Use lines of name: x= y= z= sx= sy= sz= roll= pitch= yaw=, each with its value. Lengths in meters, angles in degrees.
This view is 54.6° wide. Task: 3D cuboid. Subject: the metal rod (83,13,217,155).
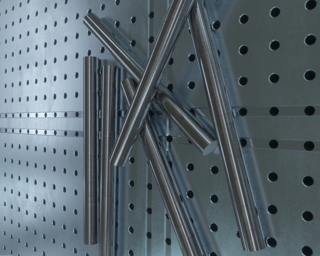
metal rod: x=-0.027 y=-0.076 z=0.432 sx=0.300 sy=0.025 sz=0.025 roll=49 pitch=119 yaw=29

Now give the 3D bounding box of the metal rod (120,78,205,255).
metal rod: x=0.006 y=0.067 z=0.404 sx=0.025 sy=0.025 sz=0.299 roll=-34 pitch=69 yaw=35

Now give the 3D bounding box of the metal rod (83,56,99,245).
metal rod: x=-0.111 y=0.036 z=0.502 sx=0.025 sy=0.025 sz=0.298 roll=0 pitch=90 yaw=40

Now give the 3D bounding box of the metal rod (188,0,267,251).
metal rod: x=0.070 y=-0.018 z=0.352 sx=0.025 sy=0.025 sz=0.299 roll=-20 pitch=78 yaw=38

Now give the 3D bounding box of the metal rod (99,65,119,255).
metal rod: x=-0.079 y=0.055 z=0.475 sx=0.025 sy=0.025 sz=0.298 roll=2 pitch=91 yaw=40

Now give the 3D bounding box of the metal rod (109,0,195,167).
metal rod: x=-0.001 y=-0.083 z=0.377 sx=0.025 sy=0.025 sz=0.298 roll=37 pitch=112 yaw=34
